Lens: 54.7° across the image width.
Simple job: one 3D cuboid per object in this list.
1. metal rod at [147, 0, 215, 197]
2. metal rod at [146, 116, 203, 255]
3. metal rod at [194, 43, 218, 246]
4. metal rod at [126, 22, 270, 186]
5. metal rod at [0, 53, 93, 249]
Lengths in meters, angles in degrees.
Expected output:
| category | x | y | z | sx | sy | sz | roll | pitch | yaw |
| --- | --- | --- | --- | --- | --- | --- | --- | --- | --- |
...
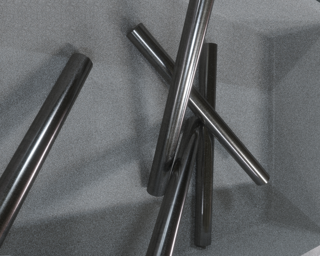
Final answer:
| category | x | y | z | sx | sy | sz | roll | pitch | yaw |
| --- | --- | --- | --- | --- | --- | --- | --- | --- | --- |
| metal rod | 0.025 | -0.052 | 0.352 | 0.025 | 0.025 | 0.298 | -7 | 119 | -40 |
| metal rod | 0.014 | 0.086 | 0.343 | 0.025 | 0.025 | 0.301 | 55 | 34 | -26 |
| metal rod | 0.069 | 0.023 | 0.467 | 0.025 | 0.025 | 0.298 | 3 | 88 | -40 |
| metal rod | 0.065 | -0.020 | 0.435 | 0.300 | 0.025 | 0.025 | 46 | 62 | -21 |
| metal rod | -0.120 | 0.048 | 0.254 | 0.025 | 0.025 | 0.300 | 41 | 49 | -33 |
